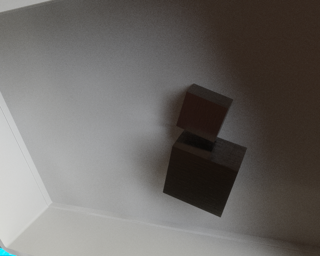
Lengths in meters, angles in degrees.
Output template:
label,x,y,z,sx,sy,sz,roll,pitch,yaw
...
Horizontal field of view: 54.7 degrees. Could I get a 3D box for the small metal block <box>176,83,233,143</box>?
label,x,y,z,sx,sy,sz,roll,pitch,yaw
small metal block,0.052,-0.018,0.369,0.050,0.025,0.050,24,127,12

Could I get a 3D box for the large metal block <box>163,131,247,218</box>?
label,x,y,z,sx,sy,sz,roll,pitch,yaw
large metal block,0.056,0.055,0.396,0.080,0.050,0.079,21,126,15

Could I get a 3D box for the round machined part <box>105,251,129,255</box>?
label,x,y,z,sx,sy,sz,roll,pitch,yaw
round machined part,-0.082,0.300,0.627,0.098,0.042,0.097,13,124,20
